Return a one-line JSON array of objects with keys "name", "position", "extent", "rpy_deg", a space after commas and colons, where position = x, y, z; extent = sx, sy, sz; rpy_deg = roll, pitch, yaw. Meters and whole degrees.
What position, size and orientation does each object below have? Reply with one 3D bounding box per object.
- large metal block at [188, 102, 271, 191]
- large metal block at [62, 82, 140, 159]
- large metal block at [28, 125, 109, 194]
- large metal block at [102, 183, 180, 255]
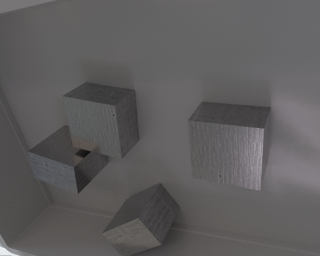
[{"name": "large metal block", "position": [0.082, 0.019, 0.361], "extent": [0.080, 0.050, 0.079], "rpy_deg": [7, 122, 24]}, {"name": "large metal block", "position": [-0.078, -0.012, 0.427], "extent": [0.080, 0.050, 0.079], "rpy_deg": [11, 123, 22]}, {"name": "large metal block", "position": [-0.136, 0.045, 0.473], "extent": [0.080, 0.080, 0.050], "rpy_deg": [15, 125, 20]}, {"name": "large metal block", "position": [-0.027, 0.139, 0.469], "extent": [0.080, 0.080, 0.050], "rpy_deg": [-32, 100, 33]}]
